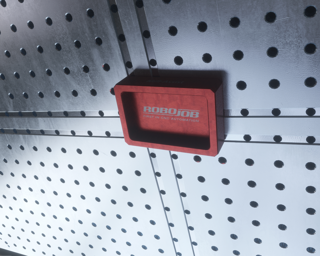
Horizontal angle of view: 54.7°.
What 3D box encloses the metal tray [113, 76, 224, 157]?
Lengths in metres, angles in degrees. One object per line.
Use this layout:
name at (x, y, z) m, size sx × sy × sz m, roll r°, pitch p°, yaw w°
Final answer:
metal tray at (0.012, -0.016, 0.390) m, size 0.130 × 0.030 × 0.089 m, roll 6°, pitch 121°, yaw 24°
